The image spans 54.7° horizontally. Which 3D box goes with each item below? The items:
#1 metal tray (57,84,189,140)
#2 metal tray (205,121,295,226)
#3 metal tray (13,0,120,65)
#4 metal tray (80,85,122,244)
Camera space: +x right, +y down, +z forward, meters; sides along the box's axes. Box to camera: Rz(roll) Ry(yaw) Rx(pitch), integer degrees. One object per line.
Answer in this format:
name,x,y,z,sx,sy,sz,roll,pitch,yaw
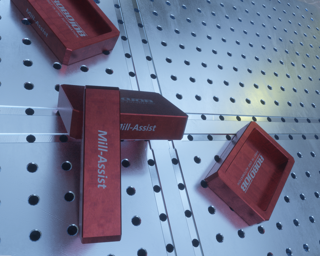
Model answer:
metal tray,-0.045,-0.019,0.362,0.131,0.030,0.090,2,23,-28
metal tray,0.132,0.060,0.441,0.090,0.030,0.131,44,51,2
metal tray,-0.130,-0.157,0.430,0.091,0.030,0.130,-34,81,-38
metal tray,-0.059,0.036,0.292,0.030,0.090,0.129,2,75,-16
